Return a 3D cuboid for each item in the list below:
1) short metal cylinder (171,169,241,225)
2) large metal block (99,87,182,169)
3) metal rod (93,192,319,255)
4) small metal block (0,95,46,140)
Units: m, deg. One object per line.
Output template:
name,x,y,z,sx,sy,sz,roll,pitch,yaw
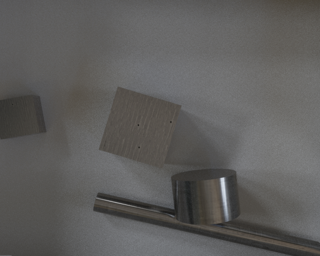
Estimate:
short metal cylinder,0.056,0.082,0.385,0.081,0.080,0.050,-6,90,-1
large metal block,-0.024,-0.001,0.399,0.080,0.050,0.080,17,90,-1
metal rod,0.063,0.131,0.412,0.302,0.025,0.025,13,90,-1
small metal block,-0.184,-0.014,0.409,0.050,0.025,0.050,-10,90,-1
